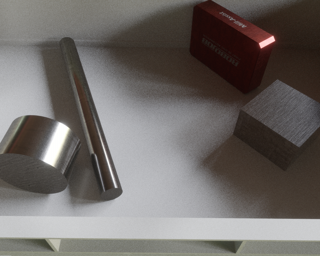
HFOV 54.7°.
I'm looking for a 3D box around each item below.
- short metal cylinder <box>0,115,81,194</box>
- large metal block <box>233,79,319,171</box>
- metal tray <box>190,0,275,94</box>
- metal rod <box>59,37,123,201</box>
[{"bbox_3d":[-0.134,0.031,0.342,0.080,0.080,0.050,6,50,4],"label":"short metal cylinder"},{"bbox_3d":[0.155,-0.006,0.396,0.080,0.050,0.080,-36,59,-26],"label":"large metal block"},{"bbox_3d":[0.101,-0.123,0.467,0.030,0.089,0.130,-31,57,-23],"label":"metal tray"},{"bbox_3d":[-0.105,-0.035,0.432,0.025,0.025,0.300,-16,52,-13],"label":"metal rod"}]
